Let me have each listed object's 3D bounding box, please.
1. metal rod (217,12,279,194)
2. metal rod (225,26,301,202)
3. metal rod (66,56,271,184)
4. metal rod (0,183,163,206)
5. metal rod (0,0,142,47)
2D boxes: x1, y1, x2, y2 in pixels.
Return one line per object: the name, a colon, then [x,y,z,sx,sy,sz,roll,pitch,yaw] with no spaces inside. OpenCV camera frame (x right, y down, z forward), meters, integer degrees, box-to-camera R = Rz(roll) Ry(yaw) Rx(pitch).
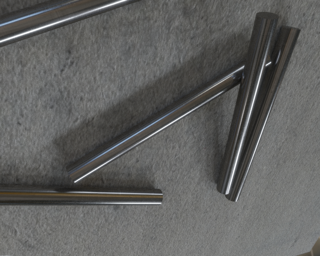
metal rod: [0.116,-0.011,0.442,0.025,0.025,0.298,-15,132,-21]
metal rod: [0.154,-0.007,0.489,0.025,0.025,0.298,-4,120,-27]
metal rod: [0.018,-0.019,0.406,0.301,0.025,0.025,-31,129,-8]
metal rod: [-0.128,0.085,0.390,0.302,0.025,0.025,9,114,-33]
metal rod: [-0.090,-0.110,0.290,0.302,0.025,0.025,-24,128,-14]
